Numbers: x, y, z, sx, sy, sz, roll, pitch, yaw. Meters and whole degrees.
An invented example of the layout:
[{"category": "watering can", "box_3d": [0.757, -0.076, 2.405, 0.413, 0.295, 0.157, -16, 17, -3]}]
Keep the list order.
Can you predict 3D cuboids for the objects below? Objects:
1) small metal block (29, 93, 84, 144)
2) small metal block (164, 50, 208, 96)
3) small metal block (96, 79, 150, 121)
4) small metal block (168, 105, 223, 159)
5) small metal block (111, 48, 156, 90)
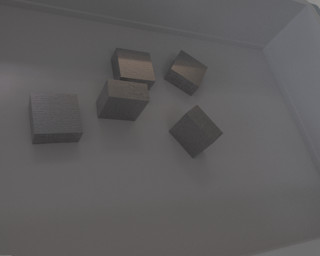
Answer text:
[{"category": "small metal block", "box_3d": [-0.118, -0.011, 0.349, 0.050, 0.025, 0.050, -2, 63, -29]}, {"category": "small metal block", "box_3d": [0.041, -0.085, 0.479, 0.050, 0.025, 0.050, 32, 52, -8]}, {"category": "small metal block", "box_3d": [-0.047, -0.033, 0.384, 0.050, 0.050, 0.025, 4, 60, -26]}, {"category": "small metal block", "box_3d": [0.047, 0.006, 0.411, 0.050, 0.050, 0.025, 48, 51, 6]}, {"category": "small metal block", "box_3d": [-0.038, -0.082, 0.435, 0.050, 0.025, 0.050, 2, 61, -27]}]
